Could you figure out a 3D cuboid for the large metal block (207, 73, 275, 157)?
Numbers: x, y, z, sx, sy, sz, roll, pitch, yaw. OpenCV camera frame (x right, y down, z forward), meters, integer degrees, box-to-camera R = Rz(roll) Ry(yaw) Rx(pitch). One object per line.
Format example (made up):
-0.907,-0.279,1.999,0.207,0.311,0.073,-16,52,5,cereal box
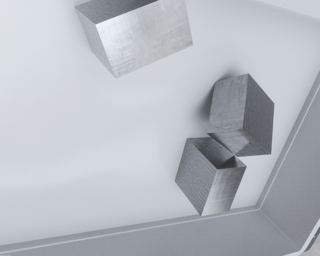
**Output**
0.113,-0.014,0.422,0.080,0.050,0.080,34,58,-39,large metal block

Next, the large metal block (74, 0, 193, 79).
-0.027,-0.099,0.298,0.080,0.080,0.050,-26,128,-13,large metal block

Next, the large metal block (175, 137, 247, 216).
0.071,0.068,0.456,0.050,0.080,0.079,-2,119,-28,large metal block
